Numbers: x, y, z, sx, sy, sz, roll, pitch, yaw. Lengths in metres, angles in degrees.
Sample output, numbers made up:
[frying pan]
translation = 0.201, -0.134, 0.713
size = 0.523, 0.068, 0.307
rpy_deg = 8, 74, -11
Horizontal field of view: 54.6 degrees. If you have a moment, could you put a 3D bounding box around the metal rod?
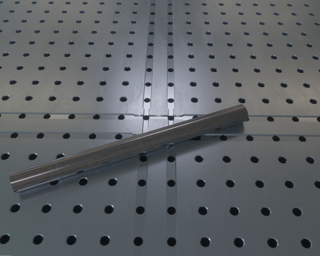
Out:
[metal rod]
translation = -0.027, 0.021, 0.389
size = 0.302, 0.025, 0.025
rpy_deg = -16, 52, -14
